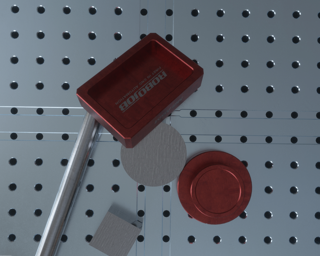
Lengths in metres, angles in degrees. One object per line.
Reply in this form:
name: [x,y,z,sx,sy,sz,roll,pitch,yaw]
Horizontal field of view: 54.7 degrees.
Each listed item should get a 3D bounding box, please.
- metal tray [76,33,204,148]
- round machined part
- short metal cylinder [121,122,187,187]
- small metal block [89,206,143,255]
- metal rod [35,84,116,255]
metal tray: [-0.022,-0.049,0.378,0.090,0.030,0.130,41,70,16]
round machined part: [0.072,0.079,0.406,0.099,0.042,0.097,0,90,-1]
short metal cylinder: [-0.008,0.031,0.401,0.081,0.050,0.079,0,90,-1]
small metal block: [-0.058,0.141,0.413,0.050,0.025,0.050,29,90,-1]
metal rod: [-0.117,0.068,0.411,0.025,0.025,0.298,19,90,-1]
